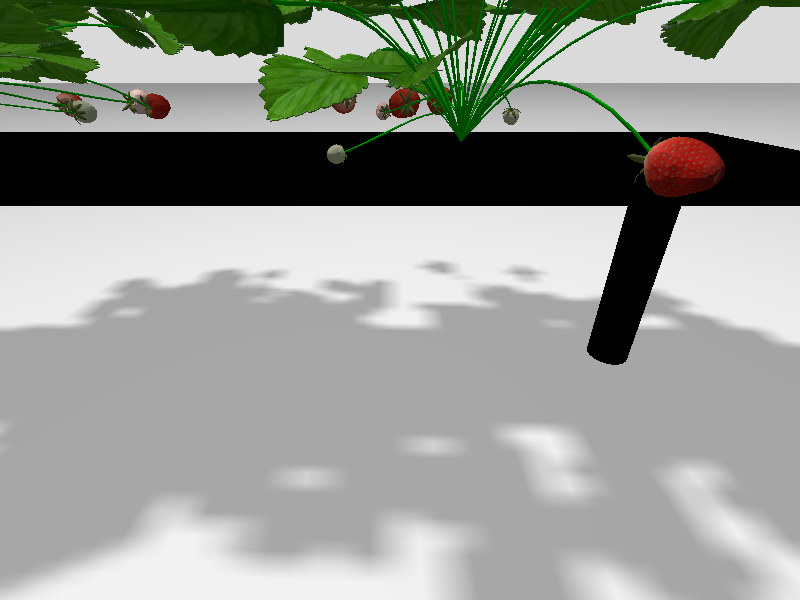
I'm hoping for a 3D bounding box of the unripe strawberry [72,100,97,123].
[{"bbox_3d":[-0.350,-0.210,0.446,0.022,0.023,0.023,10,31,17],"label":"unripe strawberry"}]

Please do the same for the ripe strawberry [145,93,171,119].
[{"bbox_3d":[-0.281,-0.225,0.466,0.024,0.027,0.026,20,35,30],"label":"ripe strawberry"}]

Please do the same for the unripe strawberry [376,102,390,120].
[{"bbox_3d":[-0.020,-0.216,0.458,0.016,0.019,0.018,-13,32,-21],"label":"unripe strawberry"}]

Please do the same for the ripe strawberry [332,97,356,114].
[{"bbox_3d":[-0.079,-0.273,0.541,0.037,0.039,0.041,-14,21,-23],"label":"ripe strawberry"}]

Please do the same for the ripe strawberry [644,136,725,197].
[{"bbox_3d":[0.123,-0.057,0.173,0.029,0.025,0.029,-12,33,-20],"label":"ripe strawberry"}]

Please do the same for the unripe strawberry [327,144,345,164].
[{"bbox_3d":[-0.040,-0.089,0.246,0.011,0.011,0.011,26,39,37],"label":"unripe strawberry"}]

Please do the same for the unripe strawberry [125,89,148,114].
[{"bbox_3d":[-0.332,-0.255,0.515,0.033,0.028,0.033,9,30,15],"label":"unripe strawberry"}]

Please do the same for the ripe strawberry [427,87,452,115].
[{"bbox_3d":[0.051,-0.262,0.525,0.034,0.035,0.036,0,29,0],"label":"ripe strawberry"}]

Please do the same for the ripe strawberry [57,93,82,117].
[{"bbox_3d":[-0.413,-0.246,0.505,0.027,0.028,0.029,-2,29,-3],"label":"ripe strawberry"}]

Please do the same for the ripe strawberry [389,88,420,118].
[{"bbox_3d":[0.004,-0.232,0.471,0.037,0.032,0.037,-8,30,-13],"label":"ripe strawberry"}]

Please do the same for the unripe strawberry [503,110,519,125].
[{"bbox_3d":[0.117,-0.192,0.422,0.016,0.014,0.016,17,-29,27],"label":"unripe strawberry"}]
